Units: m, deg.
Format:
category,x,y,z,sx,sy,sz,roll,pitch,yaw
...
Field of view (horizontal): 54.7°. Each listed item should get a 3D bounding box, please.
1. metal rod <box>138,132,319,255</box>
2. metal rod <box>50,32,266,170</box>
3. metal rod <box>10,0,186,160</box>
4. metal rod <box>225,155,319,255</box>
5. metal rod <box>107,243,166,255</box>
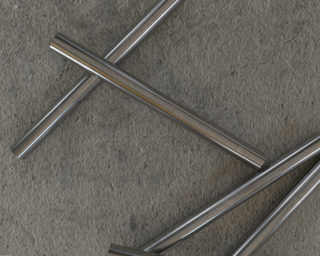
category,x,y,z,sx,sy,sz,roll,pitch,yaw
metal rod,0.089,0.097,0.410,0.301,0.025,0.025,-33,90,0
metal rod,0.003,-0.030,0.393,0.301,0.025,0.025,30,90,-7
metal rod,-0.081,-0.073,0.409,0.300,0.025,0.025,-45,90,0
metal rod,0.167,0.103,0.411,0.025,0.025,0.300,44,90,0
metal rod,0.083,0.190,0.384,0.302,0.025,0.025,13,90,-1
